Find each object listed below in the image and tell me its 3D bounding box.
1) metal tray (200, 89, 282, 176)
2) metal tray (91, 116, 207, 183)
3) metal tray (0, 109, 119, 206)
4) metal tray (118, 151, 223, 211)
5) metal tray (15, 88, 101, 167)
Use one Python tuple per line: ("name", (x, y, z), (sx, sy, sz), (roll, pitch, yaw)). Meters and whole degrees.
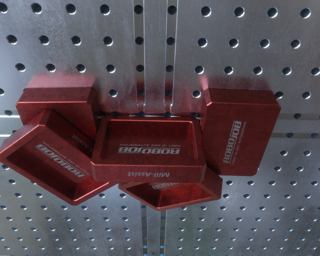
("metal tray", (0.097, 0.011, 0.418), (0.091, 0.030, 0.129), (2, 130, -3))
("metal tray", (-0.013, 0.024, 0.388), (0.131, 0.090, 0.030), (1, 130, -2))
("metal tray", (-0.127, 0.044, 0.403), (0.090, 0.030, 0.130), (-31, 125, 23))
("metal tray", (0.013, 0.082, 0.454), (0.130, 0.030, 0.090), (-24, 129, 40))
("metal tray", (-0.125, 0.009, 0.414), (0.091, 0.030, 0.129), (-1, 131, 0))
